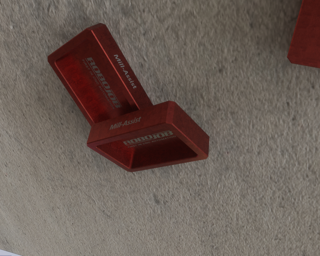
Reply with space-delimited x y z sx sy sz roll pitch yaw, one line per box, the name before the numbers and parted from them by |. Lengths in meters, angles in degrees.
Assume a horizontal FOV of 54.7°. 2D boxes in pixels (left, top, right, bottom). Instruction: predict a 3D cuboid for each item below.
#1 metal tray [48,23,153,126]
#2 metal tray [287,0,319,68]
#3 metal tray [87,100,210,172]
metal tray | -0.077 -0.057 0.406 0.090 0.030 0.130 -20 108 35
metal tray | 0.166 -0.110 0.248 0.090 0.030 0.129 15 125 19
metal tray | -0.015 0.017 0.392 0.130 0.030 0.090 -15 141 33
